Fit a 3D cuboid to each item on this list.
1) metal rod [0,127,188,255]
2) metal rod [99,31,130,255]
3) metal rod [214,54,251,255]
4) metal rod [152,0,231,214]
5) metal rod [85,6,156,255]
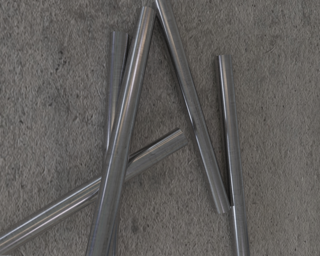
[{"bbox_3d":[-0.101,0.085,0.351,0.301,0.025,0.025,-31,100,-10],"label":"metal rod"},{"bbox_3d":[-0.059,0.031,0.387,0.025,0.025,0.298,3,89,-20],"label":"metal rod"},{"bbox_3d":[0.105,0.046,0.447,0.025,0.025,0.298,-7,92,-20],"label":"metal rod"},{"bbox_3d":[0.045,-0.026,0.425,0.025,0.025,0.298,-19,97,-19],"label":"metal rod"},{"bbox_3d":[-0.040,-0.010,0.356,0.025,0.025,0.299,16,71,-19],"label":"metal rod"}]
